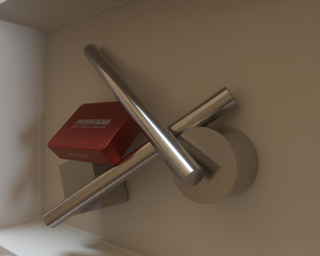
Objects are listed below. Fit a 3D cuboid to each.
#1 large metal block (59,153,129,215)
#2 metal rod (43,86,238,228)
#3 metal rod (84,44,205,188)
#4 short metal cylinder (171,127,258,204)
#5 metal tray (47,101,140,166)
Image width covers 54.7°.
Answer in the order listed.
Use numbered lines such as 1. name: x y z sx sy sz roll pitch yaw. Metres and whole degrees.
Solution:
1. large metal block: -0.101 0.082 0.466 0.080 0.050 0.080 -24 75 37
2. metal rod: -0.037 0.046 0.385 0.300 0.025 0.025 -35 68 19
3. metal rod: -0.039 -0.037 0.397 0.300 0.025 0.025 50 120 42
4. short metal cylinder: 0.058 0.038 0.338 0.080 0.050 0.079 0 90 39
5. metal tray: -0.089 0.004 0.436 0.130 0.030 0.090 1 46 41
